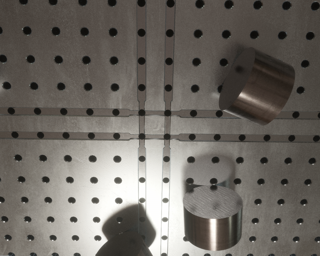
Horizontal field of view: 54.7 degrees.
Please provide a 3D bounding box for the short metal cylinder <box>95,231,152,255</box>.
[{"bbox_3d":[-0.051,0.201,0.458,0.080,0.080,0.050,-23,109,8],"label":"short metal cylinder"}]

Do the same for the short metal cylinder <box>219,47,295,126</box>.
[{"bbox_3d":[0.112,-0.048,0.368,0.050,0.080,0.079,22,108,-8],"label":"short metal cylinder"}]

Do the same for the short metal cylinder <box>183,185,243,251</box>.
[{"bbox_3d":[0.073,0.122,0.430,0.081,0.080,0.050,-3,110,1],"label":"short metal cylinder"}]
